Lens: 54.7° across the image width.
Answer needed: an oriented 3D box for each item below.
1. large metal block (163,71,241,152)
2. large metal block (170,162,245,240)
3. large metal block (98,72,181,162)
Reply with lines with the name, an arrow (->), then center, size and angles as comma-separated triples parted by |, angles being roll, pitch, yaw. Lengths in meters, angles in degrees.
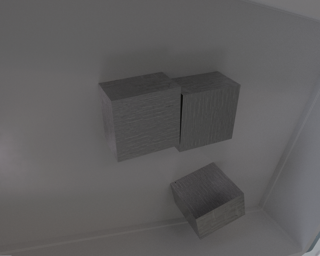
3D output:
large metal block -> 0.052, -0.023, 0.406 | 0.081, 0.050, 0.079 | -13, 124, -22
large metal block -> 0.073, 0.110, 0.481 | 0.081, 0.080, 0.050 | -24, 127, -14
large metal block -> -0.023, -0.015, 0.370 | 0.081, 0.050, 0.079 | -14, 125, -21
